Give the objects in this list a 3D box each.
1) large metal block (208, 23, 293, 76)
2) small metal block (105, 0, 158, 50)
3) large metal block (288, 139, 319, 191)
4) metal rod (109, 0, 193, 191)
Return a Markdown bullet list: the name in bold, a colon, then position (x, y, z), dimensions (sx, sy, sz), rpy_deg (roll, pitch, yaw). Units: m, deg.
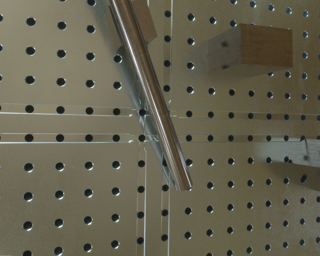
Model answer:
- **large metal block**: position (0.123, -0.104, 0.430), dimensions (0.081, 0.080, 0.050), rpy_deg (-1, 91, -20)
- **small metal block**: position (-0.037, -0.134, 0.400), dimensions (0.050, 0.025, 0.050), rpy_deg (-20, 97, -19)
- **large metal block**: position (0.267, 0.063, 0.484), dimensions (0.080, 0.080, 0.050), rpy_deg (41, 77, -16)
- **metal rod**: position (-0.014, -0.056, 0.388), dimensions (0.025, 0.025, 0.298), rpy_deg (-24, 106, -19)
